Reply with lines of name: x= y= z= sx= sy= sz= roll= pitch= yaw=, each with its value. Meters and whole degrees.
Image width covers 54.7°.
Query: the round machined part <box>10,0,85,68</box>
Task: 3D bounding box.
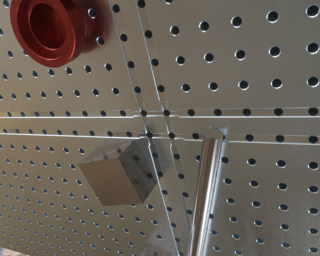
round machined part: x=-0.135 y=-0.130 z=0.391 sx=0.098 sy=0.042 sz=0.097 roll=13 pitch=124 yaw=21

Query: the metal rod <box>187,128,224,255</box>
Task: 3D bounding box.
metal rod: x=0.061 y=0.132 z=0.461 sx=0.025 sy=0.025 sz=0.298 roll=15 pitch=125 yaw=19

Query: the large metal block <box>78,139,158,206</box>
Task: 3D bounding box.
large metal block: x=-0.063 y=0.069 z=0.471 sx=0.080 sy=0.050 sz=0.080 roll=-13 pitch=112 yaw=33

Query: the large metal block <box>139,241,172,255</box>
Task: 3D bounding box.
large metal block: x=-0.022 y=0.268 z=0.553 sx=0.050 sy=0.080 sz=0.079 roll=20 pitch=126 yaw=16
